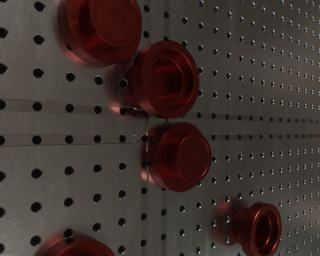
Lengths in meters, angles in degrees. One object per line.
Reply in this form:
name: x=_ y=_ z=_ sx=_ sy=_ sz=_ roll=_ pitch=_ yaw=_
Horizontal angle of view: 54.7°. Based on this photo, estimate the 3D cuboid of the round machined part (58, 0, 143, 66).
round machined part: x=-0.059 y=-0.122 z=0.350 sx=0.099 sy=0.042 sz=0.097 roll=0 pitch=90 yaw=-40

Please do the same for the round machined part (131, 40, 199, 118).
round machined part: x=0.002 y=-0.061 z=0.402 sx=0.099 sy=0.042 sz=0.097 roll=0 pitch=90 yaw=-40

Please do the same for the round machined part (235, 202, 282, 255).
round machined part: x=0.170 y=0.179 z=0.544 sx=0.099 sy=0.042 sz=0.097 roll=0 pitch=90 yaw=-40

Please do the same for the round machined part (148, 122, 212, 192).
round machined part: x=0.034 y=0.040 z=0.429 sx=0.099 sy=0.042 sz=0.097 roll=0 pitch=90 yaw=-40

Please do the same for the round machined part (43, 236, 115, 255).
round machined part: x=-0.085 y=0.170 z=0.329 sx=0.099 sy=0.042 sz=0.097 roll=0 pitch=90 yaw=-40
